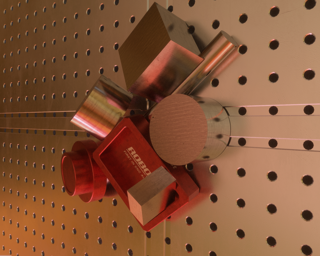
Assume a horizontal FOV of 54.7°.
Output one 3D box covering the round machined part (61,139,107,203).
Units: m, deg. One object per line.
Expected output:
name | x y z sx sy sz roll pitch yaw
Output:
round machined part | -0.124 0.068 0.483 0.098 0.042 0.097 14 107 54

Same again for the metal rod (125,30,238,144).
metal rod | -0.013 -0.009 0.422 0.299 0.025 0.025 -45 63 31

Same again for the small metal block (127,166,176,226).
small metal block | -0.009 0.080 0.362 0.025 0.050 0.050 41 150 30

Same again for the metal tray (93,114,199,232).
metal tray | -0.022 0.058 0.406 0.090 0.030 0.130 -45 76 31

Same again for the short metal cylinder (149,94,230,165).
short metal cylinder | 0.034 0.002 0.364 0.080 0.050 0.079 0 90 40

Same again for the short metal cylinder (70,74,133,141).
short metal cylinder | -0.082 -0.029 0.434 0.080 0.050 0.080 -49 18 22

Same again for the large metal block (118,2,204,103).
large metal block | -0.003 -0.091 0.380 0.080 0.050 0.080 -44 44 31
